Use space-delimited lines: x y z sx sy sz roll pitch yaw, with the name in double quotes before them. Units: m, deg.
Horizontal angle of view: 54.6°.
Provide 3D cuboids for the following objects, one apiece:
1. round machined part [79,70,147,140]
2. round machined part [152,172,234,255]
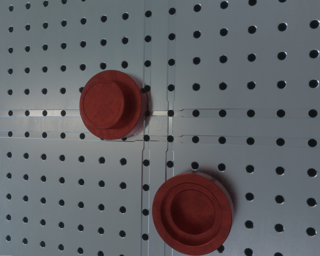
"round machined part" -0.071 -0.032 0.429 0.098 0.042 0.097 0 90 20
"round machined part" 0.043 0.103 0.389 0.098 0.042 0.097 0 90 20
